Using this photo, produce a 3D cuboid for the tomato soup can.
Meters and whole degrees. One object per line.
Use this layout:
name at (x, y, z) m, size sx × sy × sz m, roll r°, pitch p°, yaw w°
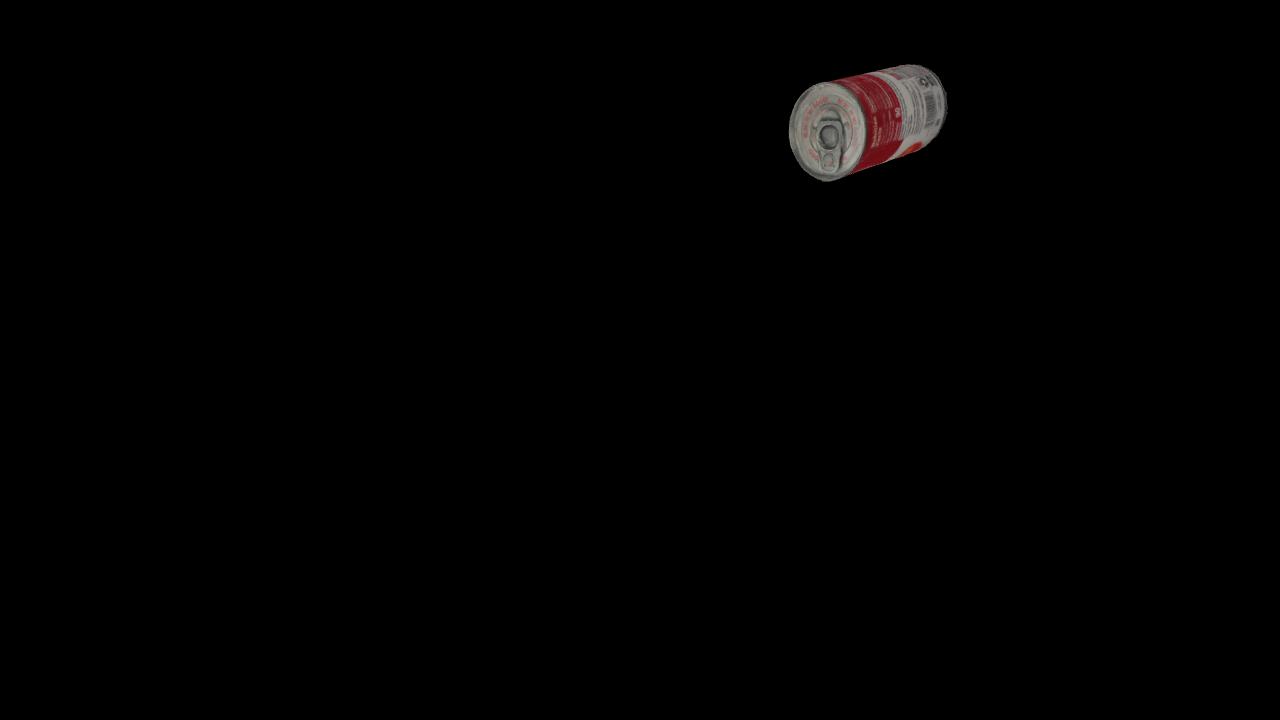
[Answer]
tomato soup can at (0.171, -0.179, 0.459) m, size 0.101 × 0.068 × 0.068 m, roll -25°, pitch 13°, yaw -29°
